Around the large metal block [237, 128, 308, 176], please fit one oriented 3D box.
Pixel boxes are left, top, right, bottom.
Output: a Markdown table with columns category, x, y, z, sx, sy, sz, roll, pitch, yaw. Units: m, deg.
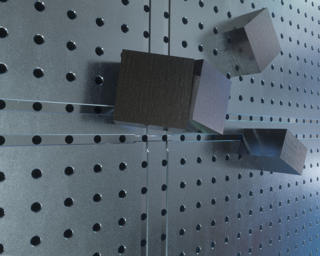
| category | x | y | z | sx | sy | sz | roll | pitch | yaw |
| --- | --- | --- | --- | --- | --- | --- | --- | --- | --- |
| large metal block | 0.197 | 0.041 | 0.542 | 0.080 | 0.080 | 0.050 | 33 | 70 | -36 |

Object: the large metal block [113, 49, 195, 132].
| category | x | y | z | sx | sy | sz | roll | pitch | yaw |
| --- | --- | --- | --- | --- | --- | --- | --- | --- | --- |
| large metal block | -0.008 | -0.041 | 0.363 | 0.081 | 0.050 | 0.080 | 7 | 85 | -3 |

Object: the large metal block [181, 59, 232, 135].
| category | x | y | z | sx | sy | sz | roll | pitch | yaw |
| --- | --- | --- | --- | --- | --- | --- | --- | --- | --- |
| large metal block | 0.053 | -0.040 | 0.431 | 0.080 | 0.050 | 0.080 | 22 | 76 | -48 |

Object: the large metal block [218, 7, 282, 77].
| category | x | y | z | sx | sy | sz | roll | pitch | yaw |
| --- | --- | --- | --- | --- | --- | --- | --- | --- | --- |
| large metal block | 0.154 | -0.145 | 0.525 | 0.080 | 0.050 | 0.080 | -43 | 116 | -32 |
